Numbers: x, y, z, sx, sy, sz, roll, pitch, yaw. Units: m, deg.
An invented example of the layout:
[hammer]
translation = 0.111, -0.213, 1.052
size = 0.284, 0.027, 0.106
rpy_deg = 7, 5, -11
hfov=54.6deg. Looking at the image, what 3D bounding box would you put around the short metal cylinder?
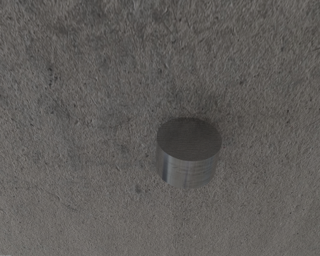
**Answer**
[short metal cylinder]
translation = 0.035, 0.031, 0.397
size = 0.080, 0.080, 0.050
rpy_deg = 2, 130, -2
